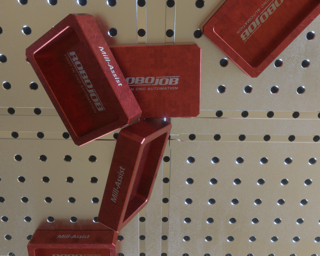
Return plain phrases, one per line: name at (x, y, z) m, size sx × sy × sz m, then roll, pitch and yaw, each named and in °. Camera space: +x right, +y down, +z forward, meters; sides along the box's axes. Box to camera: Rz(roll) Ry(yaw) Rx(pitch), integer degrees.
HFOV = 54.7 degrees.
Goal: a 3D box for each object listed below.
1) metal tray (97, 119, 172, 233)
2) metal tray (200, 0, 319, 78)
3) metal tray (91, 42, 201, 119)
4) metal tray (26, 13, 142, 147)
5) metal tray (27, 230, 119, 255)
metal tray at (-0.031, 0.056, 0.396) m, size 0.030 × 0.090 × 0.129 m, roll 23°, pitch 110°, yaw 18°
metal tray at (0.122, -0.136, 0.362) m, size 0.090 × 0.030 × 0.130 m, roll 39°, pitch 105°, yaw -14°
metal tray at (-0.016, -0.059, 0.389) m, size 0.131 × 0.030 × 0.089 m, roll -2°, pitch 110°, yaw 0°
metal tray at (-0.089, -0.052, 0.359) m, size 0.090 × 0.030 × 0.129 m, roll -23°, pitch 98°, yaw 31°
metal tray at (-0.131, 0.206, 0.484) m, size 0.131 × 0.030 × 0.089 m, roll 0°, pitch 110°, yaw -1°
